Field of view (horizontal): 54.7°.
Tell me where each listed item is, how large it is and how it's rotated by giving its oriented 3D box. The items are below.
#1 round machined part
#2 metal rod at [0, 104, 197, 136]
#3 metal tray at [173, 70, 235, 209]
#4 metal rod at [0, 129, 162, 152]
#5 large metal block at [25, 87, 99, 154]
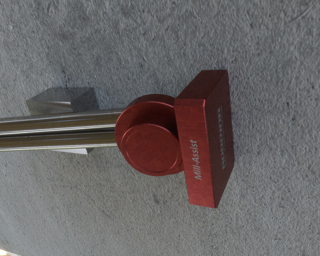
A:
[{"bbox_3d":[-0.004,0.015,0.344,0.098,0.042,0.097,7,122,11],"label":"round machined part"},{"bbox_3d":[-0.091,-0.010,0.390,0.301,0.025,0.025,-4,117,15],"label":"metal rod"},{"bbox_3d":[0.054,0.011,0.343,0.030,0.090,0.129,4,120,26],"label":"metal tray"},{"bbox_3d":[-0.087,0.014,0.403,0.301,0.025,0.025,-3,118,15],"label":"metal rod"},{"bbox_3d":[-0.133,-0.012,0.448,0.080,0.050,0.079,3,120,26],"label":"large metal block"}]
